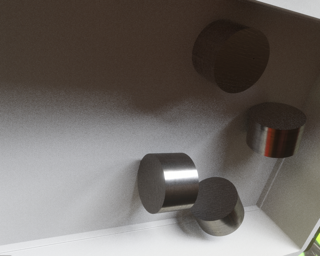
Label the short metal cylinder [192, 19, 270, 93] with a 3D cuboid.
[{"bbox_3d":[0.088,-0.090,0.387,0.081,0.050,0.079,-14,125,-21],"label":"short metal cylinder"}]

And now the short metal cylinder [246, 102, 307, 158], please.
[{"bbox_3d":[0.175,0.002,0.473,0.081,0.080,0.050,-16,125,-20],"label":"short metal cylinder"}]

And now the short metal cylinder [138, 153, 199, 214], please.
[{"bbox_3d":[0.009,0.074,0.426,0.050,0.080,0.079,1,118,-30],"label":"short metal cylinder"}]

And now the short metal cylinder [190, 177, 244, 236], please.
[{"bbox_3d":[0.092,0.127,0.505,0.080,0.080,0.050,-34,129,-7],"label":"short metal cylinder"}]
